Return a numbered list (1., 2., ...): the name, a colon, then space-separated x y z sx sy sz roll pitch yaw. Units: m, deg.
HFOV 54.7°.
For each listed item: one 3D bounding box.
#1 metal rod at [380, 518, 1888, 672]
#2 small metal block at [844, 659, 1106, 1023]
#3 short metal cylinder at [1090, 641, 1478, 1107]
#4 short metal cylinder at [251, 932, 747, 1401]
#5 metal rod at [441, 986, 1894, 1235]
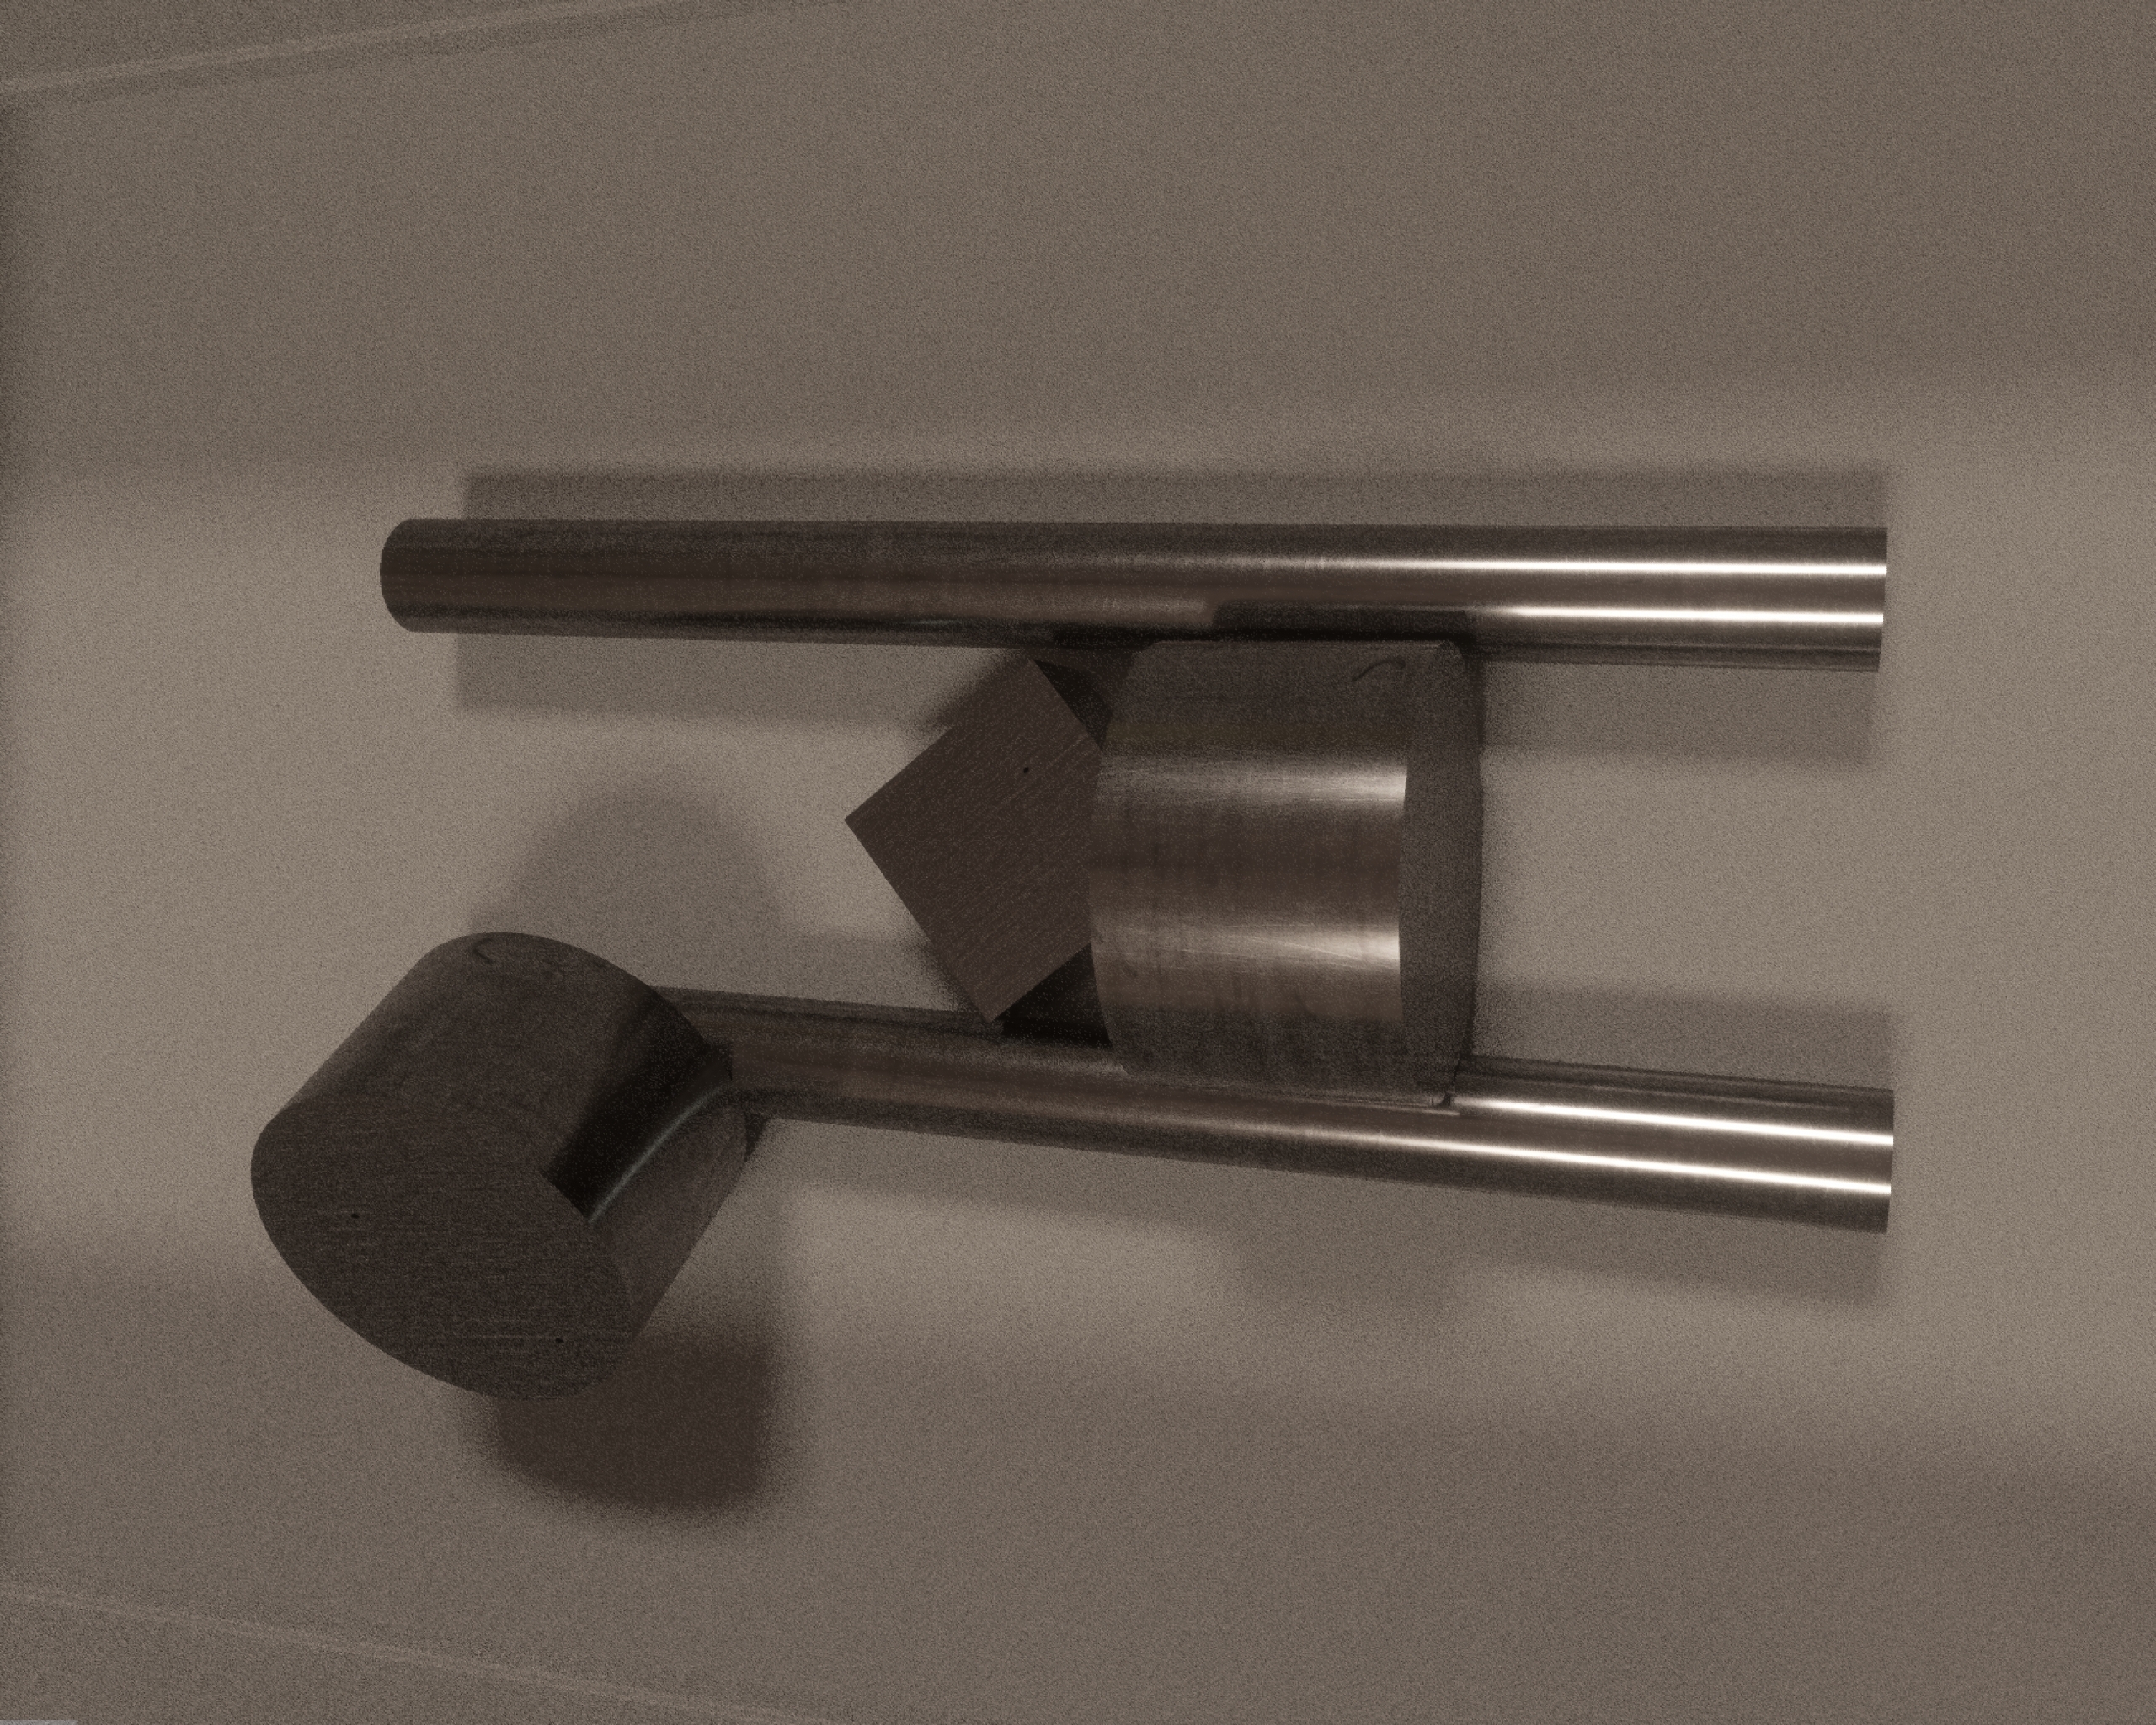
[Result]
1. metal rod: -0.003 -0.054 0.409 0.301 0.025 0.025 4 91 19
2. small metal block: -0.009 -0.004 0.411 0.050 0.025 0.050 -39 78 15
3. short metal cylinder: 0.039 0.001 0.365 0.050 0.080 0.079 2 91 20
4. short metal cylinder: -0.114 0.061 0.416 0.080 0.050 0.079 10 127 14
5. metal rod: -0.002 0.043 0.408 0.301 0.025 0.025 3 91 19
